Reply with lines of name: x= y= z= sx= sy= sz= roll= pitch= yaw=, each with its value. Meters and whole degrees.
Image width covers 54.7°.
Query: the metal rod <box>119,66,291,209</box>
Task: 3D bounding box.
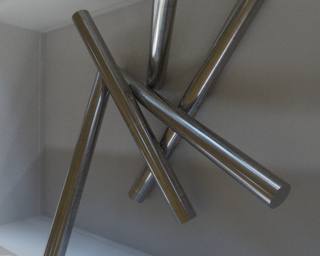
metal rod: x=0.015 y=-0.013 z=0.356 sx=0.300 sy=0.025 sz=0.025 roll=40 pitch=114 yaw=44

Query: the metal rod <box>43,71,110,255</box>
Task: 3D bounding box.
metal rod: x=-0.104 y=0.059 z=0.390 sx=0.025 sy=0.025 sz=0.299 roll=0 pitch=70 yaw=39

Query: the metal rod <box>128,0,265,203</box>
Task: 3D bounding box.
metal rod: x=0.035 y=-0.025 z=0.376 sx=0.025 sy=0.025 sz=0.298 roll=43 pitch=116 yaw=31

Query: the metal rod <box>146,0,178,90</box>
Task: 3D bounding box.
metal rod: x=0.007 y=-0.142 z=0.290 sx=0.025 sy=0.025 sz=0.298 roll=54 pitch=157 yaw=26

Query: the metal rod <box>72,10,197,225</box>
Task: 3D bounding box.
metal rod: x=-0.037 y=-0.022 z=0.390 sx=0.025 sy=0.025 sz=0.299 roll=-36 pitch=77 yaw=34
